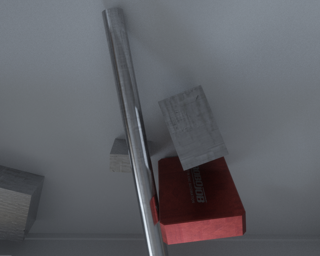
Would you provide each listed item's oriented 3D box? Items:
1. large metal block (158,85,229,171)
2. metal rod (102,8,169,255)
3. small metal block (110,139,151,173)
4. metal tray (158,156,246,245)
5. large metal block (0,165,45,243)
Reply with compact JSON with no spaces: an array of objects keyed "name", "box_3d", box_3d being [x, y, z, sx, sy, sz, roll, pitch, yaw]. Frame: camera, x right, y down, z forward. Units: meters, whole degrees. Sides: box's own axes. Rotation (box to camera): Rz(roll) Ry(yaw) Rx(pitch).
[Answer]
[{"name":"large metal block","box_3d":[0.042,0.003,0.369,0.050,0.080,0.080,-21,81,7]},{"name":"metal rod","box_3d":[-0.029,0.010,0.369,0.025,0.025,0.298,-10,93,3]},{"name":"small metal block","box_3d":[-0.038,0.037,0.411,0.050,0.050,0.025,4,110,-2]},{"name":"metal tray","box_3d":[0.045,0.079,0.384,0.091,0.130,0.030,-8,116,2]},{"name":"large metal block","box_3d":[-0.217,0.104,0.433,0.080,0.050,0.079,16,109,-6]}]
